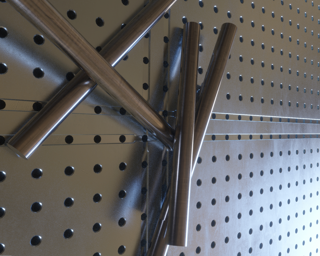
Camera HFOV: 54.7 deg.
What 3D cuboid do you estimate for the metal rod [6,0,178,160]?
[{"bbox_3d":[-0.057,-0.085,0.362,0.025,0.025,0.301,52,60,-28],"label":"metal rod"}]

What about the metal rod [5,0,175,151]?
[{"bbox_3d":[-0.057,-0.055,0.328,0.300,0.025,0.025,44,63,-43],"label":"metal rod"}]

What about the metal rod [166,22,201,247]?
[{"bbox_3d":[0.033,-0.005,0.405,0.025,0.025,0.299,20,67,-39],"label":"metal rod"}]

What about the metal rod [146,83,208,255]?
[{"bbox_3d":[0.028,0.072,0.434,0.025,0.025,0.299,31,71,-36],"label":"metal rod"}]

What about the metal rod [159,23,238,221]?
[{"bbox_3d":[0.058,-0.017,0.433,0.025,0.025,0.299,31,71,-36],"label":"metal rod"}]
